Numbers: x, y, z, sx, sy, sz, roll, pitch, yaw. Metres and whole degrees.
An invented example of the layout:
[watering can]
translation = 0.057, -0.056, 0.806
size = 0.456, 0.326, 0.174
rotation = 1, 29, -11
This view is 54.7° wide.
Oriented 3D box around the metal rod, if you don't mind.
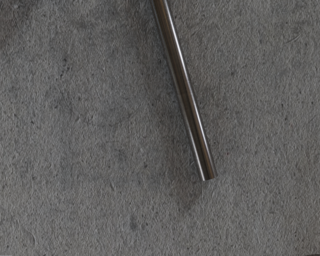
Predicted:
[metal rod]
translation = 0.024, -0.078, 0.409
size = 0.025, 0.025, 0.298
rotation = -16, 90, 0
